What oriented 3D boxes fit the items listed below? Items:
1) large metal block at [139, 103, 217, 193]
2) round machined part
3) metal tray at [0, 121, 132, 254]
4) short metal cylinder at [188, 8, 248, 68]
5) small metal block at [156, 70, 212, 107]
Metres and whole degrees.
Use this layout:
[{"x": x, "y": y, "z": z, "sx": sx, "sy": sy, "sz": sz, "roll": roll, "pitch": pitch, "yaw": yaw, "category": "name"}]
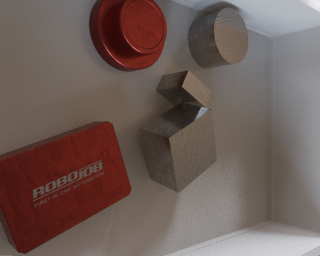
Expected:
[{"x": 0.027, "y": 0.023, "z": 0.403, "sx": 0.081, "sy": 0.050, "sz": 0.079, "roll": -33, "pitch": 125, "yaw": -35, "category": "large metal block"}, {"x": -0.030, "y": -0.119, "z": 0.372, "sx": 0.099, "sy": 0.042, "sz": 0.097, "roll": 0, "pitch": 90, "yaw": -40, "category": "round machined part"}, {"x": -0.099, "y": 0.054, "z": 0.322, "sx": 0.131, "sy": 0.030, "sz": 0.089, "roll": -24, "pitch": 105, "yaw": -38, "category": "metal tray"}, {"x": 0.088, "y": -0.133, "z": 0.467, "sx": 0.081, "sy": 0.050, "sz": 0.079, "roll": 0, "pitch": 90, "yaw": -40, "category": "short metal cylinder"}, {"x": 0.032, "y": -0.050, "z": 0.419, "sx": 0.050, "sy": 0.050, "sz": 0.025, "roll": 36, "pitch": 68, "yaw": -35, "category": "small metal block"}]
